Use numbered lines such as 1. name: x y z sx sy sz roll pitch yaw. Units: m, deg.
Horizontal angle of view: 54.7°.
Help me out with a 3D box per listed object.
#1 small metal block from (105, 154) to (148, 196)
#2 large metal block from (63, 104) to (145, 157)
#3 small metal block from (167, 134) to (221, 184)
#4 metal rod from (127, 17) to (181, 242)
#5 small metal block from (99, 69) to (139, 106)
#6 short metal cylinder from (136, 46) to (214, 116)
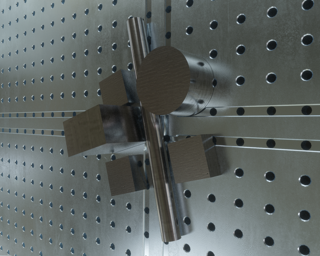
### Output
1. small metal block: -0.049 0.068 0.447 0.050 0.025 0.050 -20 78 38
2. large metal block: -0.074 0.005 0.430 0.080 0.081 0.050 -19 78 38
3. small metal block: 0.041 0.037 0.374 0.050 0.025 0.050 -19 78 38
4. metal rod: -0.010 -0.004 0.415 0.025 0.025 0.298 -16 80 38
5. small metal block: -0.060 -0.052 0.456 0.050 0.025 0.050 -22 76 37
6. short metal cylinder: 0.018 -0.055 0.376 0.080 0.050 0.079 0 90 39
